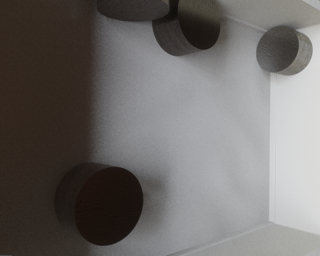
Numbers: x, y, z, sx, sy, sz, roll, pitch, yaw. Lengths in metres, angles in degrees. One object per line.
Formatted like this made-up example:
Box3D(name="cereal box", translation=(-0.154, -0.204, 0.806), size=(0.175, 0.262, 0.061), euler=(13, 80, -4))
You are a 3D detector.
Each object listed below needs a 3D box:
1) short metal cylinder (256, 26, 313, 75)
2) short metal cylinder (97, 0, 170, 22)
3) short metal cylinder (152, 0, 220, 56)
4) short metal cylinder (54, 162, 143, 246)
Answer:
Box3D(name="short metal cylinder", translation=(0.222, -0.137, 0.557), size=(0.050, 0.080, 0.080), euler=(0, 90, -40))
Box3D(name="short metal cylinder", translation=(-0.030, -0.157, 0.345), size=(0.081, 0.080, 0.050), euler=(-1, 91, -40))
Box3D(name="short metal cylinder", translation=(0.036, -0.142, 0.420), size=(0.081, 0.050, 0.080), euler=(0, 90, -40))
Box3D(name="short metal cylinder", translation=(-0.065, 0.079, 0.335), size=(0.081, 0.050, 0.080), euler=(0, 90, -40))
